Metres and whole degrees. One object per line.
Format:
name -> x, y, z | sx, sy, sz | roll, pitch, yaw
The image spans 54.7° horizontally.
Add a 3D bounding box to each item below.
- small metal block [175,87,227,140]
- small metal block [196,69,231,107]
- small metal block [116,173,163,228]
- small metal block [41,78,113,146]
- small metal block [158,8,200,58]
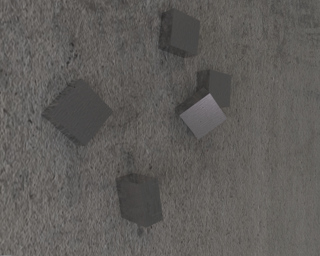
small metal block -> 0.058, -0.020, 0.437 | 0.050, 0.025, 0.050 | -37, 119, 6
small metal block -> 0.082, -0.059, 0.473 | 0.050, 0.025, 0.050 | 5, 87, -40
small metal block -> -0.025, 0.084, 0.367 | 0.025, 0.050, 0.050 | -12, 98, -39
small metal block -> -0.087, -0.016, 0.331 | 0.050, 0.025, 0.050 | 49, 61, -29
small metal block -> 0.027, -0.129, 0.427 | 0.050, 0.025, 0.050 | 9, 84, -40
